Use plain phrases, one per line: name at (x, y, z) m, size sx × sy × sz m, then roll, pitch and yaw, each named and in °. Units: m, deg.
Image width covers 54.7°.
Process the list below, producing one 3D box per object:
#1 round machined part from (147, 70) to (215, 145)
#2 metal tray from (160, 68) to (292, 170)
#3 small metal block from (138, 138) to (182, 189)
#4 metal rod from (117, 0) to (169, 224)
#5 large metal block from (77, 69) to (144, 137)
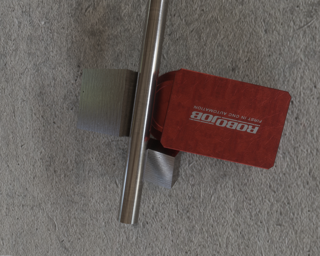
round machined part at (0.022, -0.025, 0.393) m, size 0.098 × 0.042 × 0.097 m, roll 0°, pitch 90°, yaw 20°
metal tray at (0.073, -0.011, 0.358) m, size 0.131 × 0.030 × 0.089 m, roll 12°, pitch 95°, yaw -1°
small metal block at (-0.002, 0.045, 0.400) m, size 0.050 × 0.025 × 0.050 m, roll 17°, pitch 121°, yaw 19°
metal rod at (-0.018, -0.036, 0.372) m, size 0.025 × 0.025 × 0.298 m, roll 8°, pitch 91°, yaw 20°
large metal block at (-0.059, -0.033, 0.406) m, size 0.080 × 0.050 × 0.079 m, roll 9°, pitch 93°, yaw 38°
